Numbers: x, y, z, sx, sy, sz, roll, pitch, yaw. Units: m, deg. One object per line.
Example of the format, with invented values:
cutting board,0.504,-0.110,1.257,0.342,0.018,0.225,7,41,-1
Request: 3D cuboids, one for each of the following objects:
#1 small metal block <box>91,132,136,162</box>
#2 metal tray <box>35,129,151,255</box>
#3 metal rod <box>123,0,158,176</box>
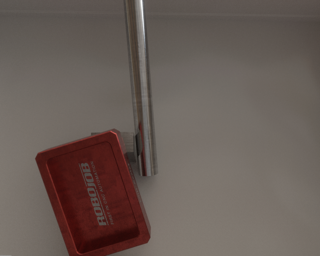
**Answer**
small metal block,-0.056,0.025,0.387,0.050,0.050,0.025,-1,70,-1
metal tray,-0.072,0.075,0.347,0.090,0.030,0.129,-17,95,0
metal rod,-0.026,-0.090,0.375,0.025,0.025,0.298,-5,96,-2
